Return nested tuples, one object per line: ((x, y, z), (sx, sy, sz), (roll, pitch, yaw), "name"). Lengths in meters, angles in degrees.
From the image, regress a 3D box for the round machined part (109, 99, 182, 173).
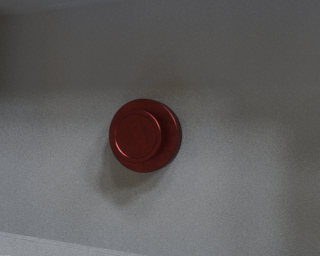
((-0.024, 0.010, 0.405), (0.098, 0.042, 0.097), (0, 90, 19), "round machined part")
